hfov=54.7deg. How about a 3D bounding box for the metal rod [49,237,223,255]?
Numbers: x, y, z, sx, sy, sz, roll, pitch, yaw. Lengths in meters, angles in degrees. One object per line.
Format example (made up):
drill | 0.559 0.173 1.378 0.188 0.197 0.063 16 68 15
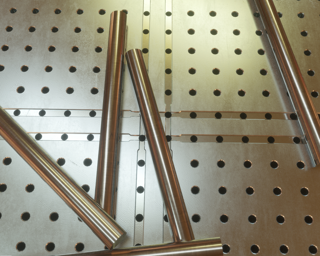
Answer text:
metal rod | -0.083 0.150 0.340 0.302 0.025 0.025 -7 70 3

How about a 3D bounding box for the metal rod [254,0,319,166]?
metal rod | 0.184 -0.092 0.447 0.025 0.025 0.299 -10 70 -4

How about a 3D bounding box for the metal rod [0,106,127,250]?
metal rod | -0.156 0.033 0.382 0.300 0.025 0.025 39 74 18

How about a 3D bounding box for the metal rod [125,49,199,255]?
metal rod | 0.000 0.028 0.401 0.025 0.025 0.299 -14 71 -5

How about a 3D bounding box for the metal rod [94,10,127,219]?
metal rod | -0.065 -0.031 0.422 0.025 0.025 0.299 1 70 0
